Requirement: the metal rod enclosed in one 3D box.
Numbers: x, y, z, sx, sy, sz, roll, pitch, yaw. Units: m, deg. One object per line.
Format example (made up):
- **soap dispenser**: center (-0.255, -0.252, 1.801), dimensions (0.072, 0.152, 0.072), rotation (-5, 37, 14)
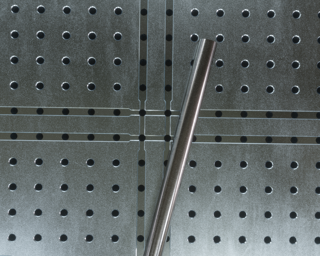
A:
- **metal rod**: center (0.027, 0.030, 0.413), dimensions (0.025, 0.025, 0.298), rotation (15, 90, -1)
